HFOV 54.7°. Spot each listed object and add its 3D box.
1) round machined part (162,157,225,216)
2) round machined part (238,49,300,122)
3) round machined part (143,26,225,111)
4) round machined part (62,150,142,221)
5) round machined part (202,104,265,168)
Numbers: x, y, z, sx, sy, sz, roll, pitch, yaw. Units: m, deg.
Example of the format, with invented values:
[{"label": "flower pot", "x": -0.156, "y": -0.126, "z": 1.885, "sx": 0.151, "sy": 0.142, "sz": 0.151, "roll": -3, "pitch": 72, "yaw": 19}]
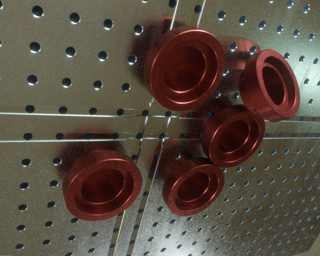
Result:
[{"label": "round machined part", "x": 0.047, "y": 0.086, "z": 0.481, "sx": 0.099, "sy": 0.042, "sz": 0.097, "roll": -14, "pitch": 125, "yaw": -21}, {"label": "round machined part", "x": 0.147, "y": -0.055, "z": 0.427, "sx": 0.099, "sy": 0.042, "sz": 0.098, "roll": 12, "pitch": 69, "yaw": -35}, {"label": "round machined part", "x": 0.025, "y": -0.073, "z": 0.371, "sx": 0.099, "sy": 0.042, "sz": 0.097, "roll": -14, "pitch": 125, "yaw": -21}, {"label": "round machined part", "x": -0.076, "y": 0.070, "z": 0.403, "sx": 0.099, "sy": 0.042, "sz": 0.097, "roll": -14, "pitch": 125, "yaw": -21}, {"label": "round machined part", "x": 0.105, "y": 0.008, "z": 0.465, "sx": 0.099, "sy": 0.042, "sz": 0.097, "roll": -14, "pitch": 125, "yaw": -21}]
